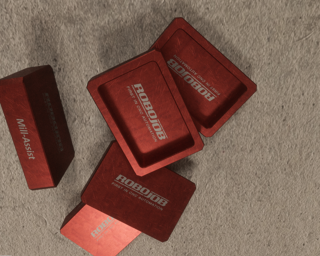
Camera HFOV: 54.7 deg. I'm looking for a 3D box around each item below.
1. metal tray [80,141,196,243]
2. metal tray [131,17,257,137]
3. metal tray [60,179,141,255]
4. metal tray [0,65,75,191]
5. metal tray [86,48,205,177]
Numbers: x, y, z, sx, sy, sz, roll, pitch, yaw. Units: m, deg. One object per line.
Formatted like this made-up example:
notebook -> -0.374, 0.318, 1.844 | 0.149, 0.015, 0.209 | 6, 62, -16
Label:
metal tray -> -0.028, 0.084, 0.421 | 0.130, 0.030, 0.090 | 31, 84, -11
metal tray -> 0.042, -0.061, 0.385 | 0.130, 0.030, 0.090 | 38, 105, -13
metal tray -> -0.070, 0.128, 0.453 | 0.090, 0.030, 0.130 | 41, 105, -14
metal tray -> -0.143, -0.004, 0.371 | 0.030, 0.090, 0.129 | -8, 110, 2
metal tray -> -0.014, -0.017, 0.365 | 0.090, 0.030, 0.129 | -25, 109, 5
